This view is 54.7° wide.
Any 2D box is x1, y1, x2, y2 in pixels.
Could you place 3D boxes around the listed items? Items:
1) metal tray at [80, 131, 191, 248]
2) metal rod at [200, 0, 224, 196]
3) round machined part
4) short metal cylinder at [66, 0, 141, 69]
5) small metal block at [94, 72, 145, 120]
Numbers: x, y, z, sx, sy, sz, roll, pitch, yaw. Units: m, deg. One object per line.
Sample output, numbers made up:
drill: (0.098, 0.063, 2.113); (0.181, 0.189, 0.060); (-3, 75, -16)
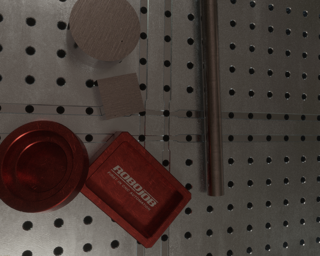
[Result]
metal tray: (-0.033, 0.078, 0.398); (0.130, 0.030, 0.090); (46, 76, -15)
metal rod: (0.074, -0.054, 0.441); (0.025, 0.025, 0.298); (-3, 91, -20)
round machined part: (-0.127, 0.044, 0.343); (0.099, 0.042, 0.098); (-1, 73, 4)
short metal cylinder: (-0.069, -0.116, 0.374); (0.081, 0.050, 0.079); (0, 90, -20)
small metal block: (-0.052, -0.040, 0.394); (0.050, 0.025, 0.050); (-15, 95, -20)
